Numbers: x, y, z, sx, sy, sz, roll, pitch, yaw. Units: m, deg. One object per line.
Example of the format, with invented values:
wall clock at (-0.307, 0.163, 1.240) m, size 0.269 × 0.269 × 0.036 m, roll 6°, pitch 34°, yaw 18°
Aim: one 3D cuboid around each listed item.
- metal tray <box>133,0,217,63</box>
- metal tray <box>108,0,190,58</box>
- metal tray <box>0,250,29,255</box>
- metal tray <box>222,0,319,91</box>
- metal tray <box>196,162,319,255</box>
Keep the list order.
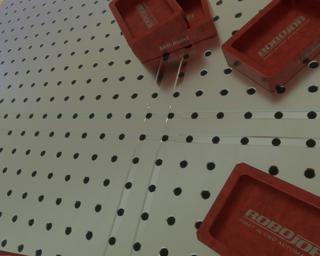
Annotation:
metal tray at (0.018, -0.166, 0.496) m, size 0.130 × 0.030 × 0.090 m, roll -17°, pitch 55°, yaw 18°
metal tray at (-0.021, -0.178, 0.484) m, size 0.090 × 0.030 × 0.130 m, roll -31°, pitch 52°, yaw 7°
metal tray at (-0.152, 0.169, 0.315) m, size 0.090 × 0.130 × 0.030 m, roll -34°, pitch 52°, yaw 6°
metal tray at (0.157, -0.117, 0.394) m, size 0.130 × 0.030 × 0.090 m, roll -42°, pitch 51°, yaw -1°
metal tray at (0.111, 0.099, 0.285) m, size 0.130 × 0.030 × 0.090 m, roll 25°, pitch 75°, yaw 36°
